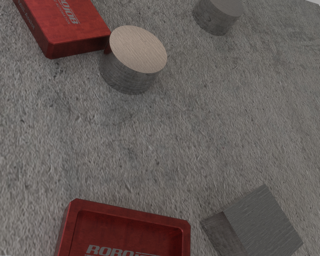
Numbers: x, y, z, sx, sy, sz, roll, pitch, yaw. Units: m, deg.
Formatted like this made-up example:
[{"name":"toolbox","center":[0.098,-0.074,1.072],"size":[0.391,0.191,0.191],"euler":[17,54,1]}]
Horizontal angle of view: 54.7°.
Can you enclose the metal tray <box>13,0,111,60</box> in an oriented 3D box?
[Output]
[{"name":"metal tray","center":[-0.138,-0.160,0.424],"size":[0.091,0.030,0.130],"euler":[-23,74,-36]}]

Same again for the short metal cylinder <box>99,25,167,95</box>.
[{"name":"short metal cylinder","center":[-0.037,-0.092,0.424],"size":[0.081,0.050,0.080],"euler":[14,56,-21]}]

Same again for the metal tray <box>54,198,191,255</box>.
[{"name":"metal tray","center":[-0.034,0.128,0.303],"size":[0.131,0.030,0.090],"euler":[17,55,-19]}]

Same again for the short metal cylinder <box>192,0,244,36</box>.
[{"name":"short metal cylinder","center":[0.108,-0.220,0.580],"size":[0.081,0.050,0.080],"euler":[14,56,-21]}]

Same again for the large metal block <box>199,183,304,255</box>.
[{"name":"large metal block","center":[0.108,0.125,0.370],"size":[0.081,0.050,0.080],"euler":[-19,72,-35]}]
